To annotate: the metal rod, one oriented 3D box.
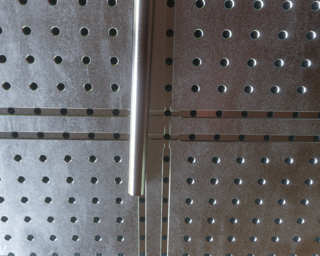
[{"bbox_3d":[-0.025,-0.048,0.395,0.025,0.025,0.298,3,110,-2],"label":"metal rod"}]
